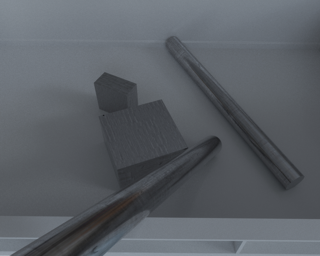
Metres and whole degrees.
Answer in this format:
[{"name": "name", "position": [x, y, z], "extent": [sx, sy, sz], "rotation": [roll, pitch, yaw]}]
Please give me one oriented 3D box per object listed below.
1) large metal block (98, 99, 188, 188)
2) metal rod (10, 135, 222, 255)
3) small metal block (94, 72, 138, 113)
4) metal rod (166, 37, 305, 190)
[{"name": "large metal block", "position": [-0.021, 0.019, 0.372], "extent": [0.081, 0.050, 0.080], "rotation": [-16, 52, -14]}, {"name": "metal rod", "position": [0.005, 0.042, 0.256], "extent": [0.025, 0.025, 0.301], "rotation": [25, 17, 19]}, {"name": "small metal block", "position": [-0.059, -0.043, 0.424], "extent": [0.050, 0.050, 0.025], "rotation": [22, 54, 17]}, {"name": "metal rod", "position": [0.088, -0.041, 0.440], "extent": [0.025, 0.025, 0.300], "rotation": [-21, 53, -17]}]
